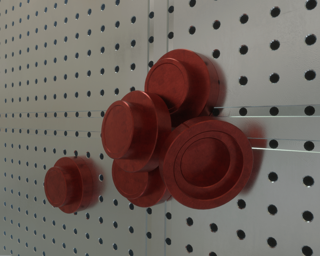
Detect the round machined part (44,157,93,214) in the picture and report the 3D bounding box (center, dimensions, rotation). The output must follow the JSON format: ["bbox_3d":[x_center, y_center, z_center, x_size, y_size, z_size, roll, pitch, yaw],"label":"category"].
[{"bbox_3d":[-0.163,0.099,0.535,0.098,0.042,0.097,0,90,40],"label":"round machined part"}]

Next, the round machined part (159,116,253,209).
[{"bbox_3d":[0.046,0.034,0.337,0.042,0.099,0.097,-134,55,-71],"label":"round machined part"}]

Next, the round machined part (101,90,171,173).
[{"bbox_3d":[-0.034,0.004,0.367,0.098,0.042,0.098,-9,77,49],"label":"round machined part"}]

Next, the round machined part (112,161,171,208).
[{"bbox_3d":[-0.028,0.059,0.422,0.098,0.042,0.097,0,90,40],"label":"round machined part"}]

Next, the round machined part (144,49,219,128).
[{"bbox_3d":[0.019,-0.049,0.383,0.098,0.042,0.097,0,90,40],"label":"round machined part"}]
